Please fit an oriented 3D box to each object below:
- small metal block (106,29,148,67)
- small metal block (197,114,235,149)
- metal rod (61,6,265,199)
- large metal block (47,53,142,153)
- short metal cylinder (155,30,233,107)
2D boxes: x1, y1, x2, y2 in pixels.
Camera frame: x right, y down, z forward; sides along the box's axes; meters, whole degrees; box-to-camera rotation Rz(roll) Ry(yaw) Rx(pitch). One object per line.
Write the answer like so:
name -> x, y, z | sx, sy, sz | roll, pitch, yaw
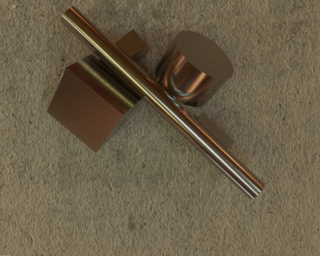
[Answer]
small metal block -> -0.044, -0.095, 0.398 | 0.050, 0.050, 0.025 | -39, 90, 0
small metal block -> 0.063, 0.009, 0.396 | 0.050, 0.050, 0.025 | 41, 90, -1
metal rod -> 0.004, -0.029, 0.361 | 0.300, 0.025, 0.025 | 43, 90, -1
large metal block -> -0.080, -0.030, 0.380 | 0.080, 0.050, 0.080 | 41, 130, -1
short metal cylinder -> 0.041, -0.072, 0.378 | 0.080, 0.080, 0.050 | 39, 131, 0
